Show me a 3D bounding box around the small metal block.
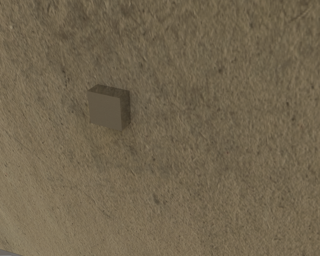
[{"bbox_3d":[-0.069,-0.028,0.424,0.050,0.025,0.050,14,124,20],"label":"small metal block"}]
